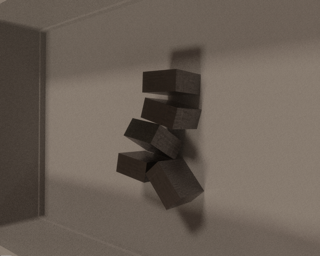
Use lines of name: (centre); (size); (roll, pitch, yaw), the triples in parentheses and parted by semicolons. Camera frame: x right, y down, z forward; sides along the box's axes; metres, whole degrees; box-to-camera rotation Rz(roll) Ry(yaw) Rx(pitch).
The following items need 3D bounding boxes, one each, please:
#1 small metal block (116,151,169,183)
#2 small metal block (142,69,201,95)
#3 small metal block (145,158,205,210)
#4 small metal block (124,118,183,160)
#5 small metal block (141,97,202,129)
small metal block: (-0.020, 0.049, 0.405); (0.050, 0.050, 0.025); (13, 99, 39)
small metal block: (0.014, -0.054, 0.377); (0.050, 0.050, 0.025); (3, 92, 39)
small metal block: (0.018, 0.066, 0.374); (0.025, 0.050, 0.050); (-47, 63, 29)
small metal block: (-0.008, 0.014, 0.389); (0.050, 0.050, 0.025); (14, 73, 45)
small metal block: (0.014, -0.018, 0.377); (0.050, 0.050, 0.025); (21, 103, 37)
